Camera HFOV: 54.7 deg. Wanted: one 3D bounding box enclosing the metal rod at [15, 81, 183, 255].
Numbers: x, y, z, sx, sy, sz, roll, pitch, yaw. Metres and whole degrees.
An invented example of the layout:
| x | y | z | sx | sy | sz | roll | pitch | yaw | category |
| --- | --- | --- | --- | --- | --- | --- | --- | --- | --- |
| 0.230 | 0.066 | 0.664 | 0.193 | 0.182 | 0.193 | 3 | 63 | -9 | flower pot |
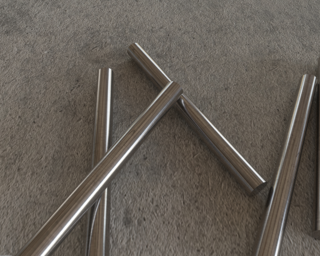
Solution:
| x | y | z | sx | sy | sz | roll | pitch | yaw | category |
| --- | --- | --- | --- | --- | --- | --- | --- | --- | --- |
| -0.057 | 0.044 | 0.331 | 0.025 | 0.025 | 0.301 | 25 | 53 | 19 | metal rod |

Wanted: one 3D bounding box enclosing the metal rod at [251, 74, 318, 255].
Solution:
| x | y | z | sx | sy | sz | roll | pitch | yaw | category |
| --- | --- | --- | --- | --- | --- | --- | --- | --- | --- |
| 0.157 | 0.034 | 0.375 | 0.025 | 0.025 | 0.301 | 20 | 53 | 16 | metal rod |

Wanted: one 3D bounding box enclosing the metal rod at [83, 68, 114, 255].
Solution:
| x | y | z | sx | sy | sz | roll | pitch | yaw | category |
| --- | --- | --- | --- | --- | --- | --- | --- | --- | --- |
| -0.071 | 0.032 | 0.375 | 0.025 | 0.025 | 0.300 | -3 | 50 | -3 | metal rod |

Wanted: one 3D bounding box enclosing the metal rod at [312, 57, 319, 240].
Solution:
| x | y | z | sx | sy | sz | roll | pitch | yaw | category |
| --- | --- | --- | --- | --- | --- | --- | --- | --- | --- |
| 0.217 | 0.001 | 0.403 | 0.025 | 0.025 | 0.301 | 15 | 52 | 12 | metal rod |

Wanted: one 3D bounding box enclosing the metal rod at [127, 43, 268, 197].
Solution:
| x | y | z | sx | sy | sz | roll | pitch | yaw | category |
| --- | --- | --- | --- | --- | --- | --- | --- | --- | --- |
| 0.034 | -0.030 | 0.428 | 0.025 | 0.025 | 0.300 | -24 | 54 | -19 | metal rod |
